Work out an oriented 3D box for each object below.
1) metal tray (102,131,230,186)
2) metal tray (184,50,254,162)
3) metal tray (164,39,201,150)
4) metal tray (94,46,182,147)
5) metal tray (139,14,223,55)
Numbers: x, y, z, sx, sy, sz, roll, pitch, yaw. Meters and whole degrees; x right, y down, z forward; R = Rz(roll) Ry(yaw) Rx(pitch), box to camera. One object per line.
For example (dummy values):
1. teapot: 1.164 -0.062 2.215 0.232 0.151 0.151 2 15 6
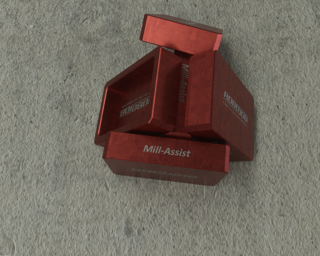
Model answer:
1. metal tray: 0.007 0.039 0.360 0.131 0.090 0.030 7 70 2
2. metal tray: 0.076 -0.019 0.364 0.030 0.130 0.090 -7 67 33
3. metal tray: 0.026 -0.036 0.388 0.030 0.090 0.130 7 70 2
4. metal tray: -0.030 -0.029 0.368 0.030 0.130 0.090 20 66 -32
5. metal tray: 0.034 -0.123 0.406 0.090 0.130 0.030 17 112 5
